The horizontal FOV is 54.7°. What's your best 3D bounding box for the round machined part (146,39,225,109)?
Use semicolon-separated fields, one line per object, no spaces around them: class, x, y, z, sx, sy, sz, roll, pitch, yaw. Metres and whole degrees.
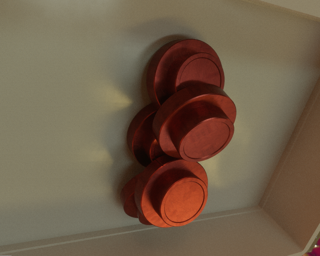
round machined part;0.037;-0.056;0.367;0.099;0.042;0.097;-7;106;-27

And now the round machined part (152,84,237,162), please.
round machined part;0.044;0.001;0.354;0.099;0.042;0.097;-15;137;-15

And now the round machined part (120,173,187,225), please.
round machined part;-0.003;0.101;0.439;0.099;0.042;0.097;-15;139;-13

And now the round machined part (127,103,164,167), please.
round machined part;0.010;0.015;0.410;0.099;0.042;0.097;-14;123;-21

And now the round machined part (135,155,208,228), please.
round machined part;0.021;0.084;0.393;0.099;0.042;0.097;-10;112;-26
